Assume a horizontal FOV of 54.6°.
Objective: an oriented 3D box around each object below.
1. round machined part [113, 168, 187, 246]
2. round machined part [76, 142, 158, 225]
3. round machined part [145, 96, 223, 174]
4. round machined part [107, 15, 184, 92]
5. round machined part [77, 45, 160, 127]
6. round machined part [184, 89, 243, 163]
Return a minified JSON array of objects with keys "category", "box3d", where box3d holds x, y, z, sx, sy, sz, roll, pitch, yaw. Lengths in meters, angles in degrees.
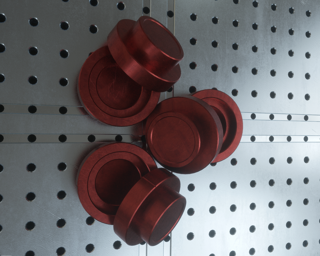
[{"category":"round machined part","box3d":[-0.005,0.100,0.371,0.099,0.042,0.097,-39,146,-32]},{"category":"round machined part","box3d":[-0.053,0.065,0.383,0.099,0.042,0.097,0,90,-20]},{"category":"round machined part","box3d":[0.024,0.010,0.380,0.042,0.098,0.098,-22,100,-61]},{"category":"round machined part","box3d":[-0.010,-0.094,0.370,0.098,0.042,0.098,32,36,-26]},{"category":"round machined part","box3d":[-0.052,-0.050,0.383,0.099,0.042,0.097,0,90,-20]},{"category":"round machined part","box3d":[0.060,-0.003,0.425,0.099,0.042,0.097,0,90,-20]}]
